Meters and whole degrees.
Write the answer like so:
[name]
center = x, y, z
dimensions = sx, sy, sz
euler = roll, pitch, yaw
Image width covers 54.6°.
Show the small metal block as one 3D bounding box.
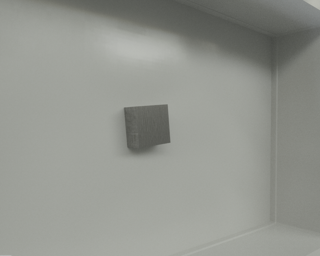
[small metal block]
center = -0.016, -0.003, 0.393
dimensions = 0.050, 0.025, 0.050
euler = -7, 95, -40
